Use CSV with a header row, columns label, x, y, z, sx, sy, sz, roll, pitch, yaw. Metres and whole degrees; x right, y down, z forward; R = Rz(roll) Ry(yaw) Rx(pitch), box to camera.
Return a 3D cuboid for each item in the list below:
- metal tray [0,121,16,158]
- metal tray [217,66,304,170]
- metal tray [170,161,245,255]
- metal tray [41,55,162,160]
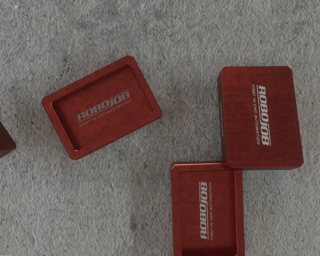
label,x,y,z,sx,sy,sz,roll,pitch,yaw
metal tray,-0.230,-0.002,0.356,0.030,0.130,0.090,-34,90,0
metal tray,0.124,-0.013,0.392,0.091,0.030,0.129,-1,75,0
metal tray,0.061,0.110,0.407,0.091,0.030,0.129,-2,90,0
metal tray,-0.073,-0.026,0.406,0.130,0.030,0.090,-27,90,0
